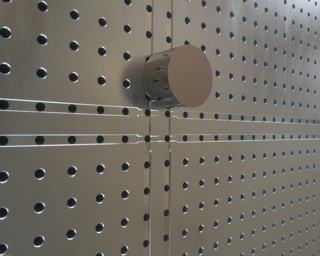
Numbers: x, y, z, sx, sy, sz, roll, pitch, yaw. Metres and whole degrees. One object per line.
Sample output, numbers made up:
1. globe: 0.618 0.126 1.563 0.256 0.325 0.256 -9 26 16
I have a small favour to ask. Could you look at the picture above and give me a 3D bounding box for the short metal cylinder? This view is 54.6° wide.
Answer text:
1. short metal cylinder: 0.024 -0.066 0.412 0.081 0.050 0.080 0 90 -40
